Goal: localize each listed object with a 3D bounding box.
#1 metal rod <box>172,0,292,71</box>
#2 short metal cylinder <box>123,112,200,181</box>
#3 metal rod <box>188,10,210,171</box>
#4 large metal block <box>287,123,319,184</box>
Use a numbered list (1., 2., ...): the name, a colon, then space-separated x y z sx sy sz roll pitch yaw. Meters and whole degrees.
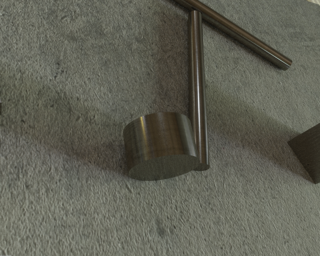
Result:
1. metal rod: 0.124 -0.195 0.589 0.301 0.025 0.025 28 52 -10
2. short metal cylinder: 0.001 0.023 0.355 0.081 0.080 0.050 3 61 -27
3. metal rod: 0.057 -0.076 0.480 0.025 0.025 0.300 16 55 -20
4. large metal block: 0.268 0.032 0.493 0.050 0.080 0.080 -18 71 -35
